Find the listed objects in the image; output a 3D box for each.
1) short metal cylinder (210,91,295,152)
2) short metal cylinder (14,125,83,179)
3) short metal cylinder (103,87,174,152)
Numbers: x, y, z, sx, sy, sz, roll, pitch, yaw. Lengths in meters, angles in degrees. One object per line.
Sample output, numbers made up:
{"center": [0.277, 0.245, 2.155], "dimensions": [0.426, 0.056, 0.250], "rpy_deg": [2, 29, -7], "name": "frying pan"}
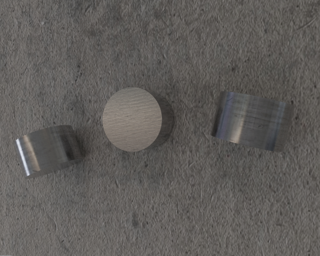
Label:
{"center": [0.101, -0.008, 0.344], "dimensions": [0.080, 0.080, 0.050], "rpy_deg": [14, 95, 19], "name": "short metal cylinder"}
{"center": [-0.155, 0.034, 0.435], "dimensions": [0.080, 0.080, 0.050], "rpy_deg": [-23, 83, 18], "name": "short metal cylinder"}
{"center": [-0.027, -0.011, 0.405], "dimensions": [0.080, 0.050, 0.080], "rpy_deg": [0, 90, 20], "name": "short metal cylinder"}
